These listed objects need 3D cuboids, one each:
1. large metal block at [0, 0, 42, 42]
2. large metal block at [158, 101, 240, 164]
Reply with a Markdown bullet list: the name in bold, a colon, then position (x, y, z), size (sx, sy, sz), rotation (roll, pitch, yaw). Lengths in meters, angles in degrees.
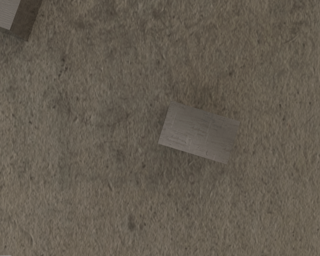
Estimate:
- **large metal block**: position (-0.204, -0.168, 0.395), size (0.080, 0.050, 0.080), rotation (20, 90, -1)
- **large metal block**: position (0.043, 0.005, 0.383), size (0.080, 0.080, 0.050), rotation (17, 90, -1)
